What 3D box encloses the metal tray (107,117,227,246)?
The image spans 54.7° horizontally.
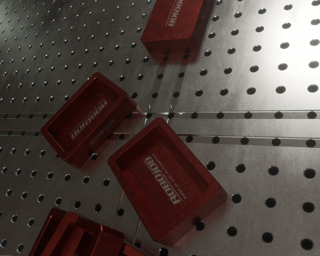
[{"bbox_3d":[0.003,0.058,0.366,0.090,0.030,0.130,-40,51,0],"label":"metal tray"}]

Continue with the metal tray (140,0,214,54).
[{"bbox_3d":[0.031,-0.182,0.499,0.090,0.030,0.130,5,64,30],"label":"metal tray"}]

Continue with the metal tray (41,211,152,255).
[{"bbox_3d":[-0.064,0.157,0.322,0.130,0.030,0.090,22,73,22],"label":"metal tray"}]

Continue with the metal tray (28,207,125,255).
[{"bbox_3d":[-0.101,0.143,0.340,0.130,0.030,0.090,-4,57,50],"label":"metal tray"}]

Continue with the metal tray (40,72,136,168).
[{"bbox_3d":[-0.110,-0.016,0.470,0.130,0.030,0.090,-48,52,-6],"label":"metal tray"}]
